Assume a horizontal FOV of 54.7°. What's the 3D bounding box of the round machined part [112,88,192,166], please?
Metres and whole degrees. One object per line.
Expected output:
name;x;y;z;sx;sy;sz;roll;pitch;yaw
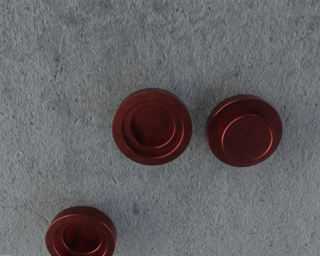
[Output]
round machined part;-0.010;-0.004;0.399;0.099;0.042;0.097;0;110;0

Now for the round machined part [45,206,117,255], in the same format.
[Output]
round machined part;-0.113;0.156;0.457;0.099;0.042;0.097;0;110;0

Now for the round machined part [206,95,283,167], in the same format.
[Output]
round machined part;0.111;0.009;0.405;0.099;0.042;0.097;0;110;0
